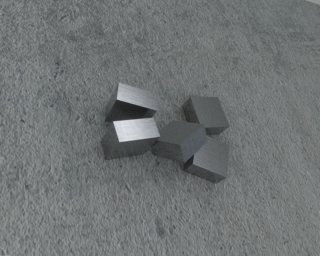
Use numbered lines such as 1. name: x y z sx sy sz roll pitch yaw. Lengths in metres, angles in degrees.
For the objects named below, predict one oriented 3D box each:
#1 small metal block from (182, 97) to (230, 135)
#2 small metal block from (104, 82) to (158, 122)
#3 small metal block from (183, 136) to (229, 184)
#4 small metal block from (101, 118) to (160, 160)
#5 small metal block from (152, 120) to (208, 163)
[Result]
1. small metal block: 0.066 -0.017 0.450 0.050 0.025 0.050 -3 63 -30
2. small metal block: -0.036 -0.025 0.384 0.050 0.050 0.025 15 56 -20
3. small metal block: 0.062 0.040 0.413 0.050 0.025 0.050 23 53 -14
4. small metal block: -0.035 0.013 0.360 0.050 0.050 0.025 -7 65 -31
5. small metal block: 0.023 0.015 0.388 0.050 0.050 0.025 -37 123 -39
